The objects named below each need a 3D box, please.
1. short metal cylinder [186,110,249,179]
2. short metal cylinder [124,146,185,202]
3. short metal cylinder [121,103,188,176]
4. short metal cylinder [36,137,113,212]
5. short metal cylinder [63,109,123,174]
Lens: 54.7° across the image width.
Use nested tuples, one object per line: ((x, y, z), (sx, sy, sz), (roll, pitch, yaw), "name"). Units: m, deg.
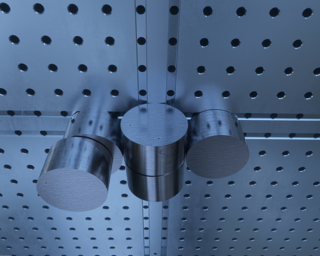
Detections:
((0.073, 0.022, 0.414), (0.081, 0.050, 0.079), (0, 130, 0), "short metal cylinder")
((-0.006, 0.052, 0.419), (0.080, 0.080, 0.050), (-1, 130, 0), "short metal cylinder")
((-0.007, 0.013, 0.387), (0.081, 0.080, 0.050), (1, 131, -1), "short metal cylinder")
((-0.101, 0.057, 0.375), (0.081, 0.050, 0.079), (0, 130, 0), "short metal cylinder")
((-0.088, 0.021, 0.412), (0.081, 0.050, 0.079), (0, 130, 0), "short metal cylinder")
